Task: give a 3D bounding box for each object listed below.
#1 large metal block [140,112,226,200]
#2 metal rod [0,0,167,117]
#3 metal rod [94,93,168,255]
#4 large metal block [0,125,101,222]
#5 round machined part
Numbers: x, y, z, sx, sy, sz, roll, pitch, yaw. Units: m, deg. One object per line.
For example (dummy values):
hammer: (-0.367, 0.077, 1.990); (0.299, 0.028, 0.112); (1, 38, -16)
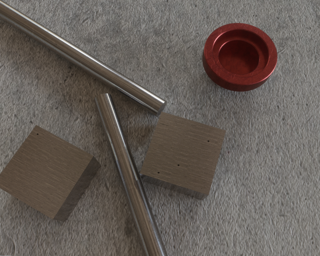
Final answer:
large metal block: (0.028, 0.035, 0.382); (0.080, 0.050, 0.080); (17, 71, 5)
metal rod: (-0.123, -0.105, 0.444); (0.301, 0.025, 0.025); (32, 73, 10)
metal rod: (-0.026, 0.091, 0.374); (0.025, 0.025, 0.299); (-19, 71, -7)
large metal block: (-0.131, 0.055, 0.373); (0.080, 0.050, 0.080); (27, 72, 9)
round machined part: (0.109, -0.094, 0.435); (0.099, 0.042, 0.098); (0, 70, -1)
